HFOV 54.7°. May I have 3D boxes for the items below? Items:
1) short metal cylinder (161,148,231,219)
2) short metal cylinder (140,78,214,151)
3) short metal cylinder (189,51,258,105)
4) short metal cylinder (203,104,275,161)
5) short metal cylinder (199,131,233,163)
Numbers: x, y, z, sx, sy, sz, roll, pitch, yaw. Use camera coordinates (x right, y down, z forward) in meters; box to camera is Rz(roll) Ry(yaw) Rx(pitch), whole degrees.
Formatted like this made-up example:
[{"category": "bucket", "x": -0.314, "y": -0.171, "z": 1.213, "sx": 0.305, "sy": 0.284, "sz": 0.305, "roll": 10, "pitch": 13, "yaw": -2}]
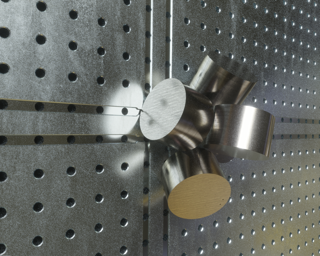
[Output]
[{"category": "short metal cylinder", "x": 0.045, "y": 0.072, "z": 0.403, "sx": 0.081, "sy": 0.050, "sz": 0.079, "roll": -6, "pitch": 125, "yaw": -8}, {"category": "short metal cylinder", "x": 0.020, "y": -0.016, "z": 0.389, "sx": 0.050, "sy": 0.080, "sz": 0.080, "roll": 24, "pitch": 75, "yaw": -38}, {"category": "short metal cylinder", "x": 0.089, "y": -0.066, "z": 0.438, "sx": 0.081, "sy": 0.080, "sz": 0.050, "roll": 3, "pitch": 128, "yaw": -40}, {"category": "short metal cylinder", "x": 0.099, "y": 0.007, "z": 0.390, "sx": 0.080, "sy": 0.080, "sz": 0.050, "roll": 22, "pitch": 76, "yaw": -38}, {"category": "short metal cylinder", "x": 0.074, "y": 0.010, "z": 0.453, "sx": 0.081, "sy": 0.050, "sz": 0.080, "roll": 1, "pitch": 88, "yaw": -39}]
